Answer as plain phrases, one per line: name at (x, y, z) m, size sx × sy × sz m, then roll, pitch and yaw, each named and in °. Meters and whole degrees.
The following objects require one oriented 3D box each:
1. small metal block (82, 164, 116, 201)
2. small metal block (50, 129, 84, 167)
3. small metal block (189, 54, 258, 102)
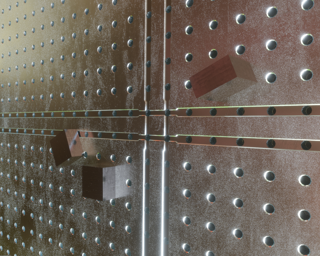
small metal block at (-0.096, 0.084, 0.486) m, size 0.050 × 0.025 × 0.050 m, roll 0°, pitch 90°, yaw 39°
small metal block at (-0.163, 0.035, 0.541) m, size 0.050 × 0.025 × 0.050 m, roll -31°, pitch 71°, yaw 35°
small metal block at (0.069, -0.052, 0.335) m, size 0.050 × 0.050 × 0.025 m, roll -27°, pitch 73°, yaw 36°
